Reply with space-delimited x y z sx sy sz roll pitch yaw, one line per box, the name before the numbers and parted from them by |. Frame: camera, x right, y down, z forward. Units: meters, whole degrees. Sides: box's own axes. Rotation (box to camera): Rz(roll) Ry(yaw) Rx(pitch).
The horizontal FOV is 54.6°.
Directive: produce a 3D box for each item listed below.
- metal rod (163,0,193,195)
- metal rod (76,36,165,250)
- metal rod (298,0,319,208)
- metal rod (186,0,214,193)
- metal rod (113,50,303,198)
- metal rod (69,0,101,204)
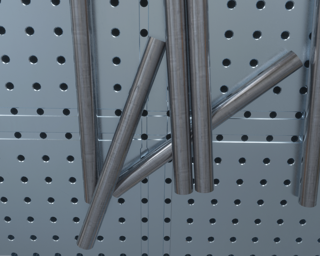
metal rod | 0.022 -0.062 0.373 0.025 0.025 0.298 -4 104 1
metal rod | -0.054 0.029 0.408 0.025 0.025 0.298 19 103 -7
metal rod | 0.203 -0.030 0.403 0.025 0.025 0.298 -5 110 2
metal rod | 0.048 -0.065 0.371 0.025 0.025 0.298 -4 103 1
metal rod | 0.051 0.002 0.414 0.300 0.025 0.025 -37 106 12
metal rod | -0.094 -0.037 0.399 0.025 0.025 0.298 1 110 0
